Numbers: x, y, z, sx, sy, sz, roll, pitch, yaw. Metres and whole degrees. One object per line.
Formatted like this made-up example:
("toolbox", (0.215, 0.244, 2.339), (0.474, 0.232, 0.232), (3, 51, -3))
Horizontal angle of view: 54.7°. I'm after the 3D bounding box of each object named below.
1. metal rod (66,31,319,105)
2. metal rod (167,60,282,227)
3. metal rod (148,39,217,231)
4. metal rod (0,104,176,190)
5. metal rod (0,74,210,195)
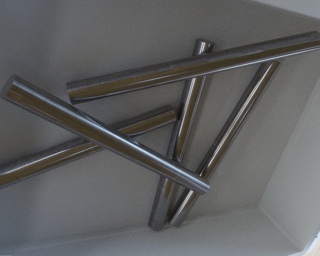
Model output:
("metal rod", (0.047, -0.072, 0.358), (0.302, 0.025, 0.025), (-14, 125, -10))
("metal rod", (0.092, 0.030, 0.477), (0.025, 0.025, 0.298), (17, 109, -35))
("metal rod", (0.025, 0.026, 0.437), (0.025, 0.025, 0.298), (-1, 119, -28))
("metal rod", (-0.120, 0.033, 0.363), (0.302, 0.025, 0.025), (-21, 127, -16))
("metal rod", (-0.036, 0.025, 0.370), (0.301, 0.025, 0.025), (32, 100, -38))
